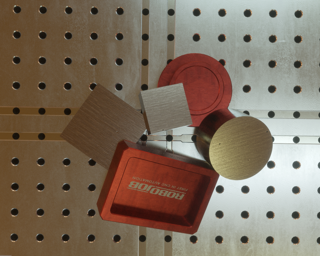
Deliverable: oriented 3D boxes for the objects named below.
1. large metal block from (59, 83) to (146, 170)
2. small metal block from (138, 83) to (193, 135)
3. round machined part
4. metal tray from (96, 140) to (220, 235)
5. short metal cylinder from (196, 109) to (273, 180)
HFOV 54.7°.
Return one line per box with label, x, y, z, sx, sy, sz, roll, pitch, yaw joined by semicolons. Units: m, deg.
large metal block;-0.066;0.001;0.400;0.080;0.050;0.080;36;90;0
small metal block;0.006;-0.022;0.367;0.050;0.025;0.050;-13;87;-11
round machined part;0.046;-0.050;0.405;0.099;0.042;0.097;0;90;0
metal tray;-0.001;0.076;0.382;0.131;0.030;0.089;17;97;-22
short metal cylinder;0.092;0.019;0.390;0.081;0.050;0.079;-3;104;-11
